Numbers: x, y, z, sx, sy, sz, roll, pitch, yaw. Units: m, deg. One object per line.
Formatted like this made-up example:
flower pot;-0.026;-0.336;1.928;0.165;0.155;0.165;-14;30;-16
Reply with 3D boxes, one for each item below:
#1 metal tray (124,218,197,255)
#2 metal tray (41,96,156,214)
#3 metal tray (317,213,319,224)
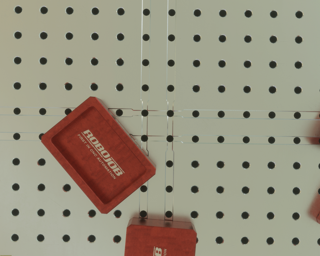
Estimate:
metal tray;-0.003;0.191;0.411;0.090;0.030;0.129;5;90;0
metal tray;-0.078;0.035;0.410;0.090;0.030;0.130;-40;90;0
metal tray;0.283;0.091;0.412;0.090;0.030;0.130;27;90;0
